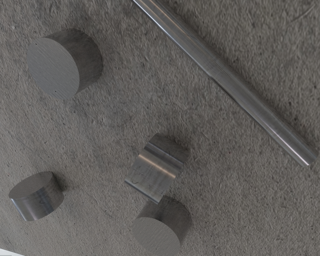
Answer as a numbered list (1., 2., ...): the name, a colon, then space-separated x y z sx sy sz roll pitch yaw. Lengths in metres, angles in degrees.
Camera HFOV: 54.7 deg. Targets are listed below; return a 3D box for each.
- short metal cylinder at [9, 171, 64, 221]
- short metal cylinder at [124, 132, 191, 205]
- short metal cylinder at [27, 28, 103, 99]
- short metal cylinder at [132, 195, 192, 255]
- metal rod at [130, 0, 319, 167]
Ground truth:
1. short metal cylinder: -0.224 0.123 0.566 0.080 0.080 0.050 -6 116 31
2. short metal cylinder: -0.003 0.052 0.405 0.050 0.080 0.079 33 129 7
3. short metal cylinder: -0.123 -0.084 0.404 0.080 0.050 0.079 13 124 21
4. short metal cylinder: 0.003 0.152 0.483 0.080 0.050 0.079 13 124 21
5. metal rod: 0.055 -0.070 0.334 0.300 0.025 0.025 44 129 -3
